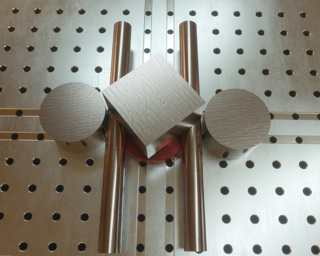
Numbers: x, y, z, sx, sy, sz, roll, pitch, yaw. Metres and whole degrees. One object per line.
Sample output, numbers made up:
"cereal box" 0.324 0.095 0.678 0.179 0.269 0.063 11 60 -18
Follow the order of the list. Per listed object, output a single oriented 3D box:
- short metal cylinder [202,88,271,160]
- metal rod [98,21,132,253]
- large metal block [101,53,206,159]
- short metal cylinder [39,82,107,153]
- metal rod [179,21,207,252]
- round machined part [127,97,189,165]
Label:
"short metal cylinder" 0.094 -0.004 0.400 0.081 0.050 0.080 0 70 0
"metal rod" -0.054 -0.004 0.390 0.025 0.025 0.299 1 70 0
"large metal block" -0.007 -0.025 0.357 0.080 0.050 0.080 -36 74 -12
"short metal cylinder" -0.107 -0.012 0.402 0.081 0.050 0.080 0 70 0
"metal rod" 0.039 -0.005 0.391 0.025 0.025 0.299 0 70 0
"round machined part" -0.007 -0.004 0.405 0.099 0.042 0.098 0 70 0
